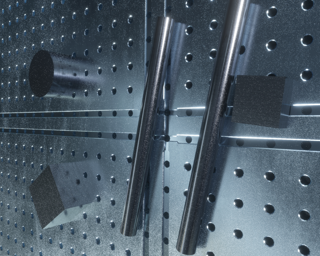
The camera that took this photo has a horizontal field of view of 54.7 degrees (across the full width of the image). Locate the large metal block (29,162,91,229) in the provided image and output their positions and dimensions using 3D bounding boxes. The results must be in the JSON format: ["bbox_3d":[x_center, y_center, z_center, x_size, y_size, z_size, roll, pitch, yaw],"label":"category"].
[{"bbox_3d":[-0.174,0.115,0.533,0.080,0.050,0.080,-42,65,32],"label":"large metal block"}]

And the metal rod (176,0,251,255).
[{"bbox_3d":[0.059,0.005,0.359,0.025,0.025,0.298,17,101,38],"label":"metal rod"}]

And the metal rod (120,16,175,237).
[{"bbox_3d":[-0.019,0.004,0.422,0.025,0.025,0.298,17,101,38],"label":"metal rod"}]

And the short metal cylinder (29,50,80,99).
[{"bbox_3d":[-0.185,-0.092,0.543,0.080,0.050,0.079,0,90,39],"label":"short metal cylinder"}]

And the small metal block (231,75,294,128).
[{"bbox_3d":[0.106,-0.028,0.321,0.050,0.025,0.050,10,97,39],"label":"small metal block"}]
